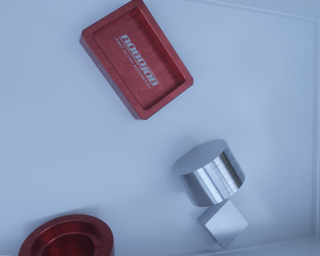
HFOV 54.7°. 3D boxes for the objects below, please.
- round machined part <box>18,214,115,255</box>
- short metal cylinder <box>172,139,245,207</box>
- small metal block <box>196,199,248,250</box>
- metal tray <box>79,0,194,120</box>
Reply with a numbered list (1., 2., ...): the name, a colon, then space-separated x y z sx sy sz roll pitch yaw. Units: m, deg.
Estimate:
1. round machined part: -0.099 0.144 0.340 0.099 0.098 0.042 -10 117 -20
2. short metal cylinder: 0.063 0.058 0.406 0.080 0.080 0.050 -35 102 -17
3. small metal block: 0.090 0.135 0.446 0.050 0.025 0.050 -42 104 -16
4. metal tray: -0.028 -0.086 0.398 0.090 0.030 0.130 -39 103 -16
